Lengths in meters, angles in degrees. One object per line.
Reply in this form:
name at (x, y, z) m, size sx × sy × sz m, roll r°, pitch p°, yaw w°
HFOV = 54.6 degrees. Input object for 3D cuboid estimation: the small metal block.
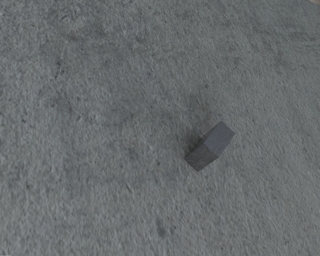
small metal block at (0.065, 0.024, 0.407) m, size 0.025 × 0.050 × 0.050 m, roll 43°, pitch 51°, yaw 1°
